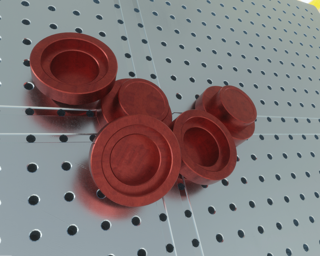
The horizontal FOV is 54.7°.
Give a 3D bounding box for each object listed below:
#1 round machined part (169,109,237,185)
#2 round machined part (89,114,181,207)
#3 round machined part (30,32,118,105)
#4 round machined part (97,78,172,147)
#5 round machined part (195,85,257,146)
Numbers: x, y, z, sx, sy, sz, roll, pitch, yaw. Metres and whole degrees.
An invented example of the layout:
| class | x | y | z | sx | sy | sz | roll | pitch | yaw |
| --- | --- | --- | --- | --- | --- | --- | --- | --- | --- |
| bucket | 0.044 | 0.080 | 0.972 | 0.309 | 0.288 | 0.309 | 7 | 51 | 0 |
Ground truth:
| class | x | y | z | sx | sy | sz | roll | pitch | yaw |
| --- | --- | --- | --- | --- | --- | --- | --- | --- | --- |
| round machined part | 0.049 | 0.028 | 0.405 | 0.099 | 0.042 | 0.098 | 16 | 56 | -25 |
| round machined part | -0.030 | 0.034 | 0.345 | 0.099 | 0.042 | 0.097 | 0 | 89 | -19 |
| round machined part | -0.103 | -0.067 | 0.376 | 0.099 | 0.042 | 0.098 | 8 | 55 | -12 |
| round machined part | -0.028 | -0.025 | 0.399 | 0.099 | 0.042 | 0.098 | 14 | 56 | -21 |
| round machined part | 0.106 | -0.025 | 0.466 | 0.099 | 0.042 | 0.098 | 18 | 50 | -23 |
